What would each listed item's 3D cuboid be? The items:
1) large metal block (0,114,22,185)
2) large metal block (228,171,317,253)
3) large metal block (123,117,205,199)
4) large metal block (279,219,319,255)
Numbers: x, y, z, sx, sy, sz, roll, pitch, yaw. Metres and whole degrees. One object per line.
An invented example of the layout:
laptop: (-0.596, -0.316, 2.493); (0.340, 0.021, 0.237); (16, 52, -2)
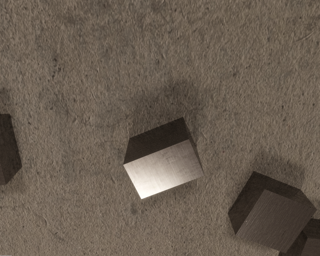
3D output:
large metal block: (-0.238, 0.029, 0.404); (0.081, 0.050, 0.079); (-3, 110, 0)
large metal block: (0.157, 0.120, 0.443); (0.080, 0.050, 0.079); (22, 108, -9)
large metal block: (0.005, 0.035, 0.393); (0.080, 0.080, 0.050); (-22, 109, 7)
large metal block: (0.238, 0.186, 0.469); (0.081, 0.050, 0.079); (8, 110, -4)
